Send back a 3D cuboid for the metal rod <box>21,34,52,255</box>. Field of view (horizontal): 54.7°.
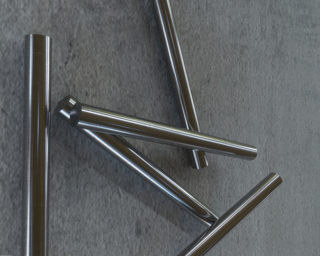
[{"bbox_3d":[-0.122,0.060,0.303,0.025,0.025,0.298,1,89,-40],"label":"metal rod"}]

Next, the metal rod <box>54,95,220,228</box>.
[{"bbox_3d":[-0.007,0.062,0.400,0.300,0.025,0.025,43,64,-32],"label":"metal rod"}]

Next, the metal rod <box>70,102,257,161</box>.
[{"bbox_3d":[0.031,0.013,0.398,0.302,0.025,0.025,13,82,-40],"label":"metal rod"}]

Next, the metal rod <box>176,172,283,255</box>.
[{"bbox_3d":[0.075,0.154,0.441,0.302,0.025,0.025,-32,110,-26],"label":"metal rod"}]

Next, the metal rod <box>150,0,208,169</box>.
[{"bbox_3d":[0.022,-0.086,0.424,0.025,0.025,0.298,-25,106,-38],"label":"metal rod"}]
